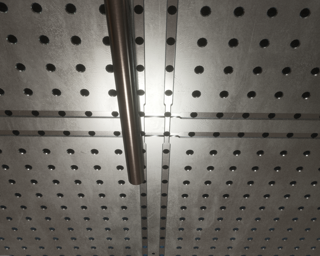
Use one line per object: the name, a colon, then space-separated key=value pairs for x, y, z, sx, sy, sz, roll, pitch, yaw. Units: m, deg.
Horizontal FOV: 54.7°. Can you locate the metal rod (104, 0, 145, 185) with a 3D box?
metal rod: x=-0.040 y=-0.035 z=0.381 sx=0.025 sy=0.025 sz=0.298 roll=-1 pitch=130 yaw=0
